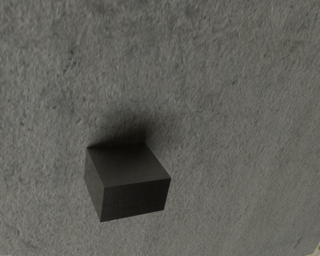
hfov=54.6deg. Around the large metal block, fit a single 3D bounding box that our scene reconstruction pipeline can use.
[{"bbox_3d":[-0.044,0.063,0.386,0.081,0.080,0.050,-3,120,-27],"label":"large metal block"}]
